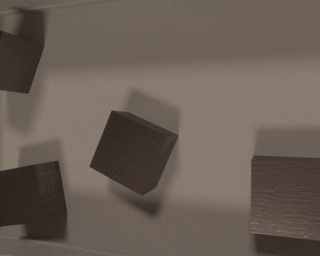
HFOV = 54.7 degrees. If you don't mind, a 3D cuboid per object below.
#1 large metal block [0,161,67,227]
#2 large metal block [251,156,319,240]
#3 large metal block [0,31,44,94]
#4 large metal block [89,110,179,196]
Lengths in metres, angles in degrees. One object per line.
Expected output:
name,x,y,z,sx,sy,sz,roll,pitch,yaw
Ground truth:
large metal block,-0.195,0.097,0.464,0.080,0.050,0.080,-12,86,19
large metal block,0.145,0.074,0.346,0.080,0.050,0.079,1,90,19
large metal block,-0.231,-0.101,0.461,0.050,0.080,0.080,24,98,18
large metal block,-0.033,0.030,0.408,0.080,0.050,0.080,25,98,18
